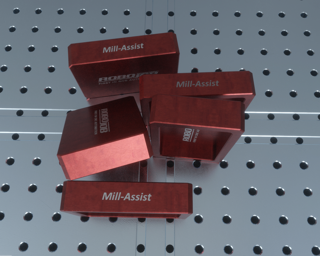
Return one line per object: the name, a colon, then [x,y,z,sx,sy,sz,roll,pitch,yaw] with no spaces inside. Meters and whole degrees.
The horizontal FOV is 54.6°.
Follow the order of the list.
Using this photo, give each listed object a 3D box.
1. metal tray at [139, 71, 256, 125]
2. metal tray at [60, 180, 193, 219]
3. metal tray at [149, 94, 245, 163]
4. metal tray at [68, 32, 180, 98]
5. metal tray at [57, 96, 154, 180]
metal tray: [0.042,-0.035,0.390,0.131,0.090,0.030,-2,70,-1]
metal tray: [-0.033,0.082,0.346,0.131,0.090,0.030,1,70,0]
metal tray: [0.036,0.006,0.354,0.090,0.130,0.030,5,70,2]
metal tray: [-0.043,-0.079,0.405,0.131,0.090,0.030,-8,71,-3]
metal tray: [-0.064,0.004,0.362,0.090,0.130,0.030,-15,114,-6]
